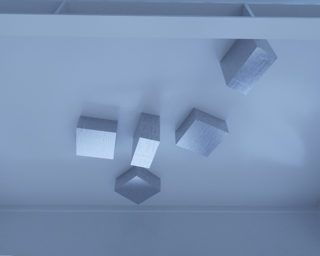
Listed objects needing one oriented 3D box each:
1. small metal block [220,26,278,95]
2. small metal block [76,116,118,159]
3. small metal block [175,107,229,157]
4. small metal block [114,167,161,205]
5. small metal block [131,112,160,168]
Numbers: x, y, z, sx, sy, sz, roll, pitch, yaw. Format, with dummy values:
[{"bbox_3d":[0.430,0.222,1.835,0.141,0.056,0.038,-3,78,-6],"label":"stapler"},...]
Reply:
[{"bbox_3d":[0.092,-0.072,0.332,0.025,0.050,0.050,22,127,-18],"label":"small metal block"},{"bbox_3d":[-0.085,0.014,0.420,0.050,0.025,0.050,7,130,-7],"label":"small metal block"},{"bbox_3d":[0.055,0.007,0.415,0.050,0.025,0.050,22,127,-18],"label":"small metal block"},{"bbox_3d":[-0.035,0.089,0.484,0.050,0.025,0.050,-37,122,27],"label":"small metal block"},{"bbox_3d":[-0.019,0.016,0.406,0.025,0.050,0.050,12,129,-10],"label":"small metal block"}]
